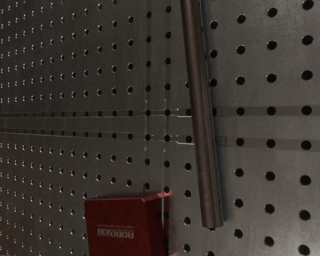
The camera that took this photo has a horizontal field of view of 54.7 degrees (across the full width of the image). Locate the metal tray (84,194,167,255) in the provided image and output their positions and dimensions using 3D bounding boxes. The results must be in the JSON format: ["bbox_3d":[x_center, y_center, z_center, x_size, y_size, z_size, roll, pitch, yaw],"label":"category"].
[{"bbox_3d":[-0.054,0.145,0.449,0.130,0.030,0.089,-12,82,39],"label":"metal tray"}]

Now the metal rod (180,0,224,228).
[{"bbox_3d":[0.048,-0.036,0.368,0.025,0.025,0.298,-9,84,39],"label":"metal rod"}]
